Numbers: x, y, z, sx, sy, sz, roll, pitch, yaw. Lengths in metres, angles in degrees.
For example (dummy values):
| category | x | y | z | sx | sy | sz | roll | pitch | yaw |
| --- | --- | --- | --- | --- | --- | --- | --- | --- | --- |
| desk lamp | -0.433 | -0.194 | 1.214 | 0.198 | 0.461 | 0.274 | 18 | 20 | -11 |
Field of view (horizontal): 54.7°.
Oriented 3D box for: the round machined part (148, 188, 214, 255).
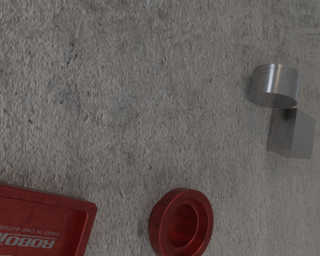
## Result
| category | x | y | z | sx | sy | sz | roll | pitch | yaw |
| --- | --- | --- | --- | --- | --- | --- | --- | --- | --- |
| round machined part | 0.024 | 0.128 | 0.414 | 0.099 | 0.042 | 0.097 | 0 | 90 | -40 |

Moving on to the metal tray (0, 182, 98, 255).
| category | x | y | z | sx | sy | sz | roll | pitch | yaw |
| --- | --- | --- | --- | --- | --- | --- | --- | --- | --- |
| metal tray | -0.132 | 0.102 | 0.290 | 0.131 | 0.030 | 0.090 | 24 | 75 | -37 |

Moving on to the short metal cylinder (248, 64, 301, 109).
| category | x | y | z | sx | sy | sz | roll | pitch | yaw |
| --- | --- | --- | --- | --- | --- | --- | --- | --- | --- |
| short metal cylinder | 0.196 | -0.070 | 0.533 | 0.080 | 0.080 | 0.050 | 22 | 77 | -38 |

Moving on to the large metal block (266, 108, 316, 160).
| category | x | y | z | sx | sy | sz | roll | pitch | yaw |
| --- | --- | --- | --- | --- | --- | --- | --- | --- | --- |
| large metal block | 0.256 | 0.012 | 0.603 | 0.080 | 0.050 | 0.080 | 20 | 77 | -38 |
